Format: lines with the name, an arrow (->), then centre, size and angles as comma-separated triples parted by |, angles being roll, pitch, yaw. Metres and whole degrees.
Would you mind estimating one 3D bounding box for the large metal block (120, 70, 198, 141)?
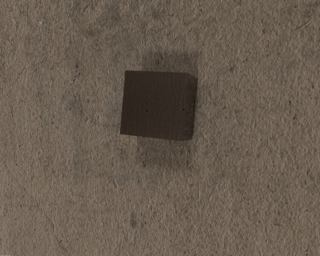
large metal block -> 0.000, -0.028, 0.395 | 0.080, 0.050, 0.079 | 6, 92, 19
